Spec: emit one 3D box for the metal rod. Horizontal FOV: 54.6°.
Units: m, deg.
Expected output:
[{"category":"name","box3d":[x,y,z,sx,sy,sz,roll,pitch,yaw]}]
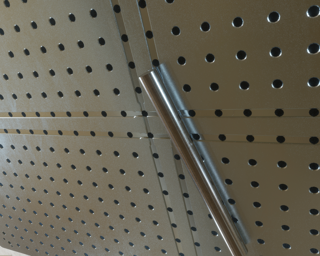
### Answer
[{"category":"metal rod","box3d":[0.052,0.059,0.420,0.025,0.025,0.299,-16,110,34]}]
